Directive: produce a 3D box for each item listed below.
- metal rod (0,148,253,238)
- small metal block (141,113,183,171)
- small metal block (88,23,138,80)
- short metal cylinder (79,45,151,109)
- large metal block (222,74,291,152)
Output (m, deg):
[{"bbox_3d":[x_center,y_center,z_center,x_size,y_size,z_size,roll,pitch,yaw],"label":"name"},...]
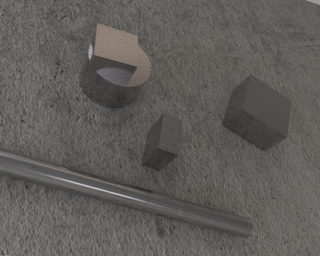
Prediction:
[{"bbox_3d":[-0.029,0.076,0.341,0.302,0.025,0.025,19,54,-17],"label":"metal rod"},{"bbox_3d":[0.002,0.018,0.378,0.025,0.050,0.050,21,54,-16],"label":"small metal block"},{"bbox_3d":[-0.054,-0.090,0.365,0.050,0.025,0.050,12,57,-22],"label":"small metal block"},{"bbox_3d":[-0.058,-0.072,0.400,0.081,0.050,0.080,14,56,-21],"label":"short metal cylinder"},{"bbox_3d":[0.152,-0.024,0.484,0.080,0.050,0.080,31,52,-8],"label":"large metal block"}]
